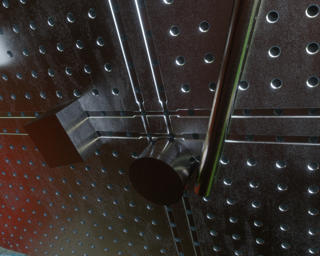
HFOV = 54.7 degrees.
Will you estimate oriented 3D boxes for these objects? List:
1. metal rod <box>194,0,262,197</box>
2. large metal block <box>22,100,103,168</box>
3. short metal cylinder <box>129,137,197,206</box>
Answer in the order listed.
[{"bbox_3d":[0.073,-0.036,0.350,0.025,0.025,0.298,18,126,17],"label":"metal rod"},{"bbox_3d":[-0.149,0.011,0.481,0.080,0.050,0.080,-14,111,34],"label":"large metal block"},{"bbox_3d":[0.004,0.060,0.430,0.080,0.050,0.079,13,124,21],"label":"short metal cylinder"}]
